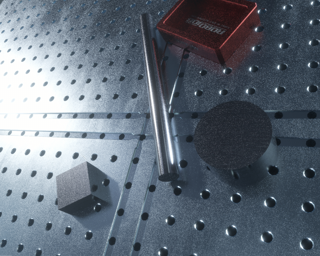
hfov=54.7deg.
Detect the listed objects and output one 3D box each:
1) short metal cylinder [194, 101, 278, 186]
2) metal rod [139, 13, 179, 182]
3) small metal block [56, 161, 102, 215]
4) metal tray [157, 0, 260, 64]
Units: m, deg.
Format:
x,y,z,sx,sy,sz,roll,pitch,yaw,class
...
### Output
x,y,z,sx,sy,sz,roll,pitch,yaw,class
0.083,0.017,0.337,0.080,0.050,0.080,-13,56,20,short metal cylinder
-0.007,-0.064,0.449,0.025,0.025,0.299,-19,54,16,metal rod
-0.109,0.080,0.415,0.050,0.025,0.050,-27,53,11,small metal block
0.069,-0.157,0.464,0.130,0.030,0.090,35,81,38,metal tray
